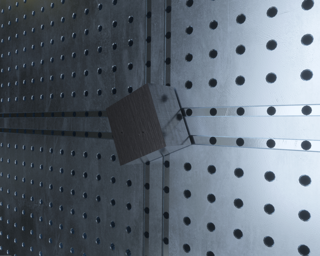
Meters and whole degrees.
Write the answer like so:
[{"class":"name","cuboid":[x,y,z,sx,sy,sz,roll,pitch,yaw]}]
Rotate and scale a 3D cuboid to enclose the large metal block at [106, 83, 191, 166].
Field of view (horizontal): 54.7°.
[{"class":"large metal block","cuboid":[-0.017,-0.003,0.401,0.080,0.050,0.080,-26,74,36]}]
